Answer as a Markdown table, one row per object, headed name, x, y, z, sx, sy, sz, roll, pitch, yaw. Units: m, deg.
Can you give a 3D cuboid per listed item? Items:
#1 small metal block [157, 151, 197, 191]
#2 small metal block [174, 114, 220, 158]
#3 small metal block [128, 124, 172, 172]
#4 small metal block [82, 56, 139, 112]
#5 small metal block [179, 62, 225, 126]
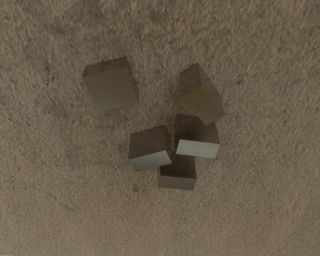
| name | x | y | z | sx | sy | sz | roll | pitch | yaw |
| --- | --- | --- | --- | --- | --- | --- | --- | --- | --- |
| small metal block | 0.023 | 0.059 | 0.442 | 0.050 | 0.050 | 0.025 | 7 | 130 | -6 |
| small metal block | 0.046 | 0.010 | 0.400 | 0.050 | 0.050 | 0.025 | 7 | 130 | -7 |
| small metal block | -0.013 | 0.027 | 0.413 | 0.050 | 0.050 | 0.025 | -16 | 129 | 12 |
| small metal block | -0.056 | -0.051 | 0.363 | 0.050 | 0.025 | 0.050 | -11 | 130 | 9 |
| small metal block | 0.048 | -0.040 | 0.358 | 0.025 | 0.050 | 0.050 | -29 | 125 | 22 |
